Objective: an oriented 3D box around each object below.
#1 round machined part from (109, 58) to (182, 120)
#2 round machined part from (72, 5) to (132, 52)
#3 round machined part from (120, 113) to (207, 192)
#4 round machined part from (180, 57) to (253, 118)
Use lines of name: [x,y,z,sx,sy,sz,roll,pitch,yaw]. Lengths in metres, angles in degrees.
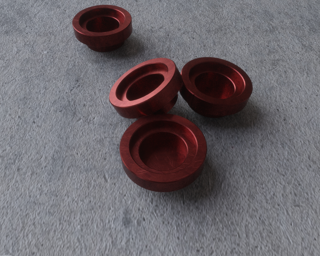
round machined part: [-0.015,-0.047,0.415,0.098,0.042,0.098,-19,39,17]
round machined part: [-0.096,-0.168,0.532,0.099,0.042,0.098,0,50,0]
round machined part: [0.004,0.032,0.365,0.099,0.042,0.098,0,50,0]
round machined part: [0.074,-0.052,0.431,0.099,0.042,0.098,5,49,-6]
